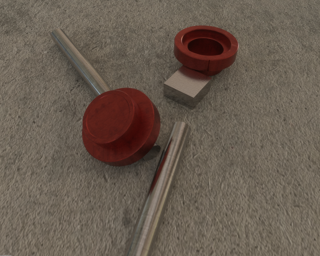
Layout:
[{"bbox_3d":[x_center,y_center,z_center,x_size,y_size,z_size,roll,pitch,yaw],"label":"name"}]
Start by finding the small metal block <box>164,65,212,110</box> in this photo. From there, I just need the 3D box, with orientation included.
[{"bbox_3d":[0.040,-0.060,0.454,0.050,0.025,0.050,29,56,22],"label":"small metal block"}]

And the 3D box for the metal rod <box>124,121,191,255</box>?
[{"bbox_3d":[-0.016,0.110,0.310,0.025,0.025,0.300,13,51,11],"label":"metal rod"}]

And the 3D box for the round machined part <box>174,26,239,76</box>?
[{"bbox_3d":[0.071,-0.118,0.490,0.099,0.042,0.098,1,47,-1],"label":"round machined part"}]

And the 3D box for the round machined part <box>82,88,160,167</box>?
[{"bbox_3d":[-0.053,-0.006,0.372,0.098,0.042,0.098,-9,64,20],"label":"round machined part"}]

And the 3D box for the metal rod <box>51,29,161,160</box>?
[{"bbox_3d":[-0.093,-0.065,0.457,0.025,0.025,0.300,-27,55,-21],"label":"metal rod"}]
